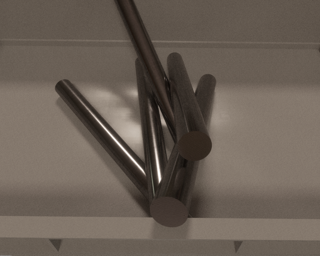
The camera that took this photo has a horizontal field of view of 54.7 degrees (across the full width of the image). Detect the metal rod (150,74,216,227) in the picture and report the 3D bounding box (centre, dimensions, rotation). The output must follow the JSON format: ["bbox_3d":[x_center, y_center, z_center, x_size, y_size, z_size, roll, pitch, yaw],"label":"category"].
[{"bbox_3d":[0.039,-0.007,0.334,0.025,0.025,0.301,11,27,9],"label":"metal rod"}]

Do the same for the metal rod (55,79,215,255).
[{"bbox_3d":[-0.048,0.029,0.379,0.025,0.025,0.300,-31,57,-24],"label":"metal rod"}]

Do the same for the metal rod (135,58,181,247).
[{"bbox_3d":[-0.010,-0.002,0.384,0.025,0.025,0.300,-5,44,-4],"label":"metal rod"}]

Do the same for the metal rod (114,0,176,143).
[{"bbox_3d":[-0.025,-0.117,0.418,0.025,0.025,0.299,-20,80,-16],"label":"metal rod"}]

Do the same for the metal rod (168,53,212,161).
[{"bbox_3d":[0.025,-0.048,0.363,0.025,0.025,0.300,0,24,0],"label":"metal rod"}]
